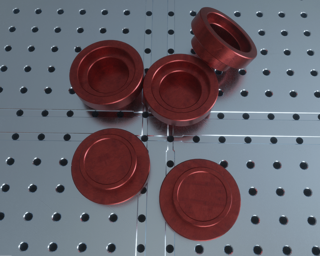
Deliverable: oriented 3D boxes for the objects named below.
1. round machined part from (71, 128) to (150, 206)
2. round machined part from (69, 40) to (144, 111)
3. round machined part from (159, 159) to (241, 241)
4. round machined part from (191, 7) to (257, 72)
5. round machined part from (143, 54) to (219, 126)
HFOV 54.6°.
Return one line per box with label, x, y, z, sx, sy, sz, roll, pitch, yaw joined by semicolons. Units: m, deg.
round machined part;-0.062;0.046;0.386;0.099;0.042;0.098;0;70;0
round machined part;-0.069;-0.068;0.425;0.098;0.042;0.098;-1;69;4
round machined part;0.048;0.084;0.372;0.099;0.042;0.098;0;70;0
round machined part;0.083;-0.117;0.429;0.099;0.042;0.098;22;43;-23
round machined part;0.027;-0.048;0.420;0.099;0.042;0.098;0;70;0
